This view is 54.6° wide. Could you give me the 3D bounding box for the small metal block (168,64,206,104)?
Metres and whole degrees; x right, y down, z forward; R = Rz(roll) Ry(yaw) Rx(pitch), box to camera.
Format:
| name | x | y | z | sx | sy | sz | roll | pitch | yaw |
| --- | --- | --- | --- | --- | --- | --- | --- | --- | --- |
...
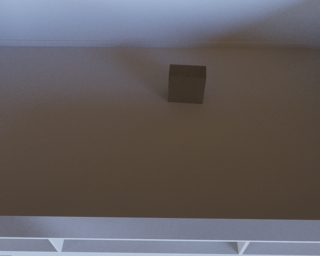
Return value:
| name | x | y | z | sx | sy | sz | roll | pitch | yaw |
| --- | --- | --- | --- | --- | --- | --- | --- | --- | --- |
| small metal block | 0.038 | -0.062 | 0.441 | 0.050 | 0.050 | 0.025 | 4 | 50 | 3 |
